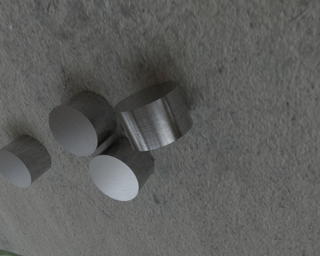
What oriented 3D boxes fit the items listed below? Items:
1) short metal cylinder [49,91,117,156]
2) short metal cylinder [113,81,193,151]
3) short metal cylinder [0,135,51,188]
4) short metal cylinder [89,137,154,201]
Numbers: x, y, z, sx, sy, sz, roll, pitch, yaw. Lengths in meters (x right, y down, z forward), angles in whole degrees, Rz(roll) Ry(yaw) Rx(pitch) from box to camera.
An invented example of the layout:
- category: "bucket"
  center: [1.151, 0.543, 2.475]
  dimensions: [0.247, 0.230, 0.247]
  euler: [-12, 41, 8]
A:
- category: "short metal cylinder"
  center: [-0.109, -0.007, 0.442]
  dimensions: [0.080, 0.050, 0.079]
  euler: [13, 124, 20]
- category: "short metal cylinder"
  center: [-0.008, -0.015, 0.365]
  dimensions: [0.080, 0.080, 0.050]
  euler: [-10, 113, 32]
- category: "short metal cylinder"
  center: [-0.244, 0.059, 0.553]
  dimensions: [0.080, 0.050, 0.079]
  euler: [13, 124, 20]
- category: "short metal cylinder"
  center: [-0.055, 0.060, 0.455]
  dimensions: [0.080, 0.050, 0.079]
  euler: [13, 124, 20]
